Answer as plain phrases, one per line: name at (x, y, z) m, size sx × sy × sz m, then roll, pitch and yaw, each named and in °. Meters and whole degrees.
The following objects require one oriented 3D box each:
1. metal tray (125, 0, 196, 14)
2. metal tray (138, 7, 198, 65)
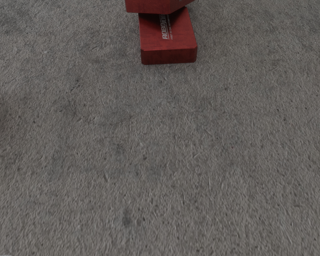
metal tray at (0.006, -0.244, 0.576) m, size 0.090 × 0.030 × 0.131 m, roll 13°, pitch 37°, yaw 26°
metal tray at (0.010, -0.164, 0.537) m, size 0.091 × 0.030 × 0.130 m, roll -3°, pitch 50°, yaw -3°
